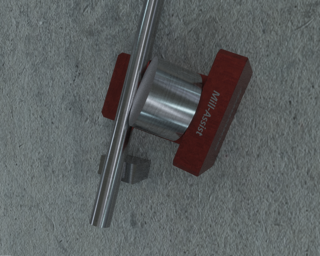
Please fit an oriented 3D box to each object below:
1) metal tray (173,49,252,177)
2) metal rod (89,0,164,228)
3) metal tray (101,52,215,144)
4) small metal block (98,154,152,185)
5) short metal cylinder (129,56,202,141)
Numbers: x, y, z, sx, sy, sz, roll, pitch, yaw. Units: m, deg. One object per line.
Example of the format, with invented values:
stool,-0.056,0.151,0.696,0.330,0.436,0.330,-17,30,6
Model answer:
metal tray,0.063,-0.015,0.353,0.030,0.090,0.129,24,98,18
metal rod,-0.038,-0.030,0.381,0.025,0.025,0.298,11,85,19
metal tray,-0.004,-0.039,0.408,0.130,0.030,0.089,19,96,18
small metal block,-0.046,0.052,0.412,0.050,0.050,0.025,14,95,19
short metal cylinder,0.004,-0.031,0.340,0.050,0.080,0.080,20,98,-15
